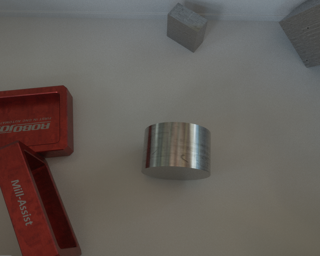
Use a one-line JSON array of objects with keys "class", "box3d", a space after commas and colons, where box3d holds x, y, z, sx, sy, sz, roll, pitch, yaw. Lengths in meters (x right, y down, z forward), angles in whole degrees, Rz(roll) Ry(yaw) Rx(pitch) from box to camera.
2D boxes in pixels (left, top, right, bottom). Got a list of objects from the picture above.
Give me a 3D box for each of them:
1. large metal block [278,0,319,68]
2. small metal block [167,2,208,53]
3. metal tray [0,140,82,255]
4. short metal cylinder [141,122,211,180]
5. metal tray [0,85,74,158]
[{"class": "large metal block", "box3d": [0.223, -0.134, 0.417, 0.050, 0.080, 0.080, -40, 102, -11]}, {"class": "small metal block", "box3d": [0.038, -0.145, 0.450, 0.050, 0.050, 0.025, 35, 74, 11]}, {"class": "metal tray", "box3d": [-0.134, 0.086, 0.341, 0.030, 0.090, 0.130, -25, 72, -9]}, {"class": "short metal cylinder", "box3d": [0.020, 0.030, 0.370, 0.081, 0.080, 0.050, 3, 70, 1]}, {"class": "metal tray", "box3d": [-0.183, -0.004, 0.406, 0.131, 0.030, 0.090, -6, 70, -3]}]
